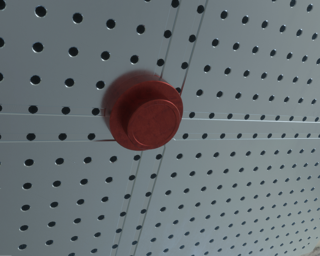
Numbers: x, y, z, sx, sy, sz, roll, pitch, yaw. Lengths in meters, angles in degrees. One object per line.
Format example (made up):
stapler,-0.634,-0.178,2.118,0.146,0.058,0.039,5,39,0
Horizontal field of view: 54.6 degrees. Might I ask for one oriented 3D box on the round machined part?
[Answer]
round machined part,-0.014,-0.012,0.384,0.099,0.042,0.097,-13,123,-20
